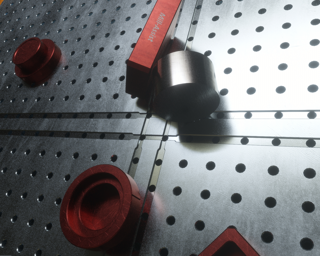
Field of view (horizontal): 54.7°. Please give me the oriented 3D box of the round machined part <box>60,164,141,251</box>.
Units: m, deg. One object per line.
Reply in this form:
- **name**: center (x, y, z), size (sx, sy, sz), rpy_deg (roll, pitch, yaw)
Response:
- **round machined part**: center (-0.067, 0.096, 0.372), size (0.098, 0.042, 0.098), rpy_deg (-13, 56, 20)

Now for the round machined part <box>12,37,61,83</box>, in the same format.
- **round machined part**: center (-0.249, -0.140, 0.610), size (0.098, 0.042, 0.098), rpy_deg (-13, 56, 20)

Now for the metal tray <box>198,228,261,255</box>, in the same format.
- **metal tray**: center (0.076, 0.165, 0.263), size (0.090, 0.030, 0.130), rpy_deg (-43, 51, -2)

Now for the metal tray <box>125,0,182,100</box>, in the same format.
- **metal tray**: center (-0.010, -0.116, 0.440), size (0.030, 0.090, 0.130), rpy_deg (22, 70, 0)

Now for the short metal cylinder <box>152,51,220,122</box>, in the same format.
- **short metal cylinder**: center (0.031, -0.049, 0.386), size (0.080, 0.080, 0.050), rpy_deg (-16, 56, 19)
